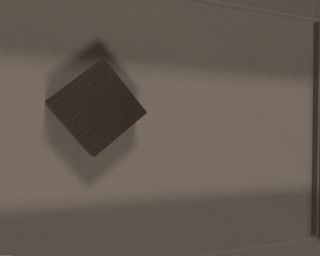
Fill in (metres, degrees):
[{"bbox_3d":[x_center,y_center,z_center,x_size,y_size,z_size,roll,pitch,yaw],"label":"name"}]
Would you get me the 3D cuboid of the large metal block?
[{"bbox_3d":[-0.077,-0.023,0.369,0.080,0.050,0.080,-42,104,-15],"label":"large metal block"}]
